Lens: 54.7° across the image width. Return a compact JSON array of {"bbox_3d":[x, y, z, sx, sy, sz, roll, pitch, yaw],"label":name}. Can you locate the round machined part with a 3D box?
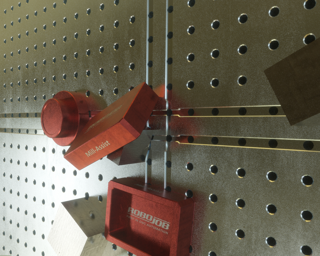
[{"bbox_3d":[-0.171,-0.017,0.540,0.098,0.042,0.097,0,90,40],"label":"round machined part"}]

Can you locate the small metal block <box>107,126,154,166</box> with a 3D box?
[{"bbox_3d":[-0.041,0.021,0.427,0.025,0.050,0.050,27,107,37],"label":"small metal block"}]

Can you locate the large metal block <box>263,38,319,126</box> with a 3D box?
[{"bbox_3d":[0.146,-0.041,0.253,0.080,0.081,0.050,-32,71,35],"label":"large metal block"}]

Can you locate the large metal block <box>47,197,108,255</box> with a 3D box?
[{"bbox_3d":[-0.130,0.172,0.501,0.080,0.050,0.079,37,113,33],"label":"large metal block"}]

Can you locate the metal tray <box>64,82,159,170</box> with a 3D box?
[{"bbox_3d":[-0.067,-0.002,0.425,0.130,0.090,0.030,-29,114,36],"label":"metal tray"}]

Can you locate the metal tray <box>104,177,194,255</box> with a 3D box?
[{"bbox_3d":[-0.019,0.126,0.422,0.130,0.030,0.089,8,95,39],"label":"metal tray"}]
